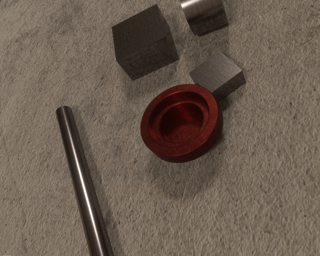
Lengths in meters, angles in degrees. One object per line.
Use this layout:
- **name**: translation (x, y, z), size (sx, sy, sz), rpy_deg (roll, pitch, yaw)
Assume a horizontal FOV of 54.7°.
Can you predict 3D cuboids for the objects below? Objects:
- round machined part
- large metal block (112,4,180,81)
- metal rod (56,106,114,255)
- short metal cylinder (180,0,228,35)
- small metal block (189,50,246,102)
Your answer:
- **round machined part**: translation (0.029, -0.002, 0.378), size (0.098, 0.042, 0.098), rpy_deg (-13, 56, 20)
- **large metal block**: translation (-0.024, -0.132, 0.480), size (0.080, 0.050, 0.080), rpy_deg (-22, 54, 14)
- **metal rod**: translation (-0.100, 0.078, 0.406), size (0.025, 0.025, 0.300), rpy_deg (-33, 52, 6)
- **short metal cylinder**: translation (0.062, -0.181, 0.446), size (0.050, 0.080, 0.080), rpy_deg (-17, 55, 18)
- **small metal block**: translation (0.074, -0.066, 0.404), size (0.050, 0.025, 0.050), rpy_deg (-37, 51, 3)
